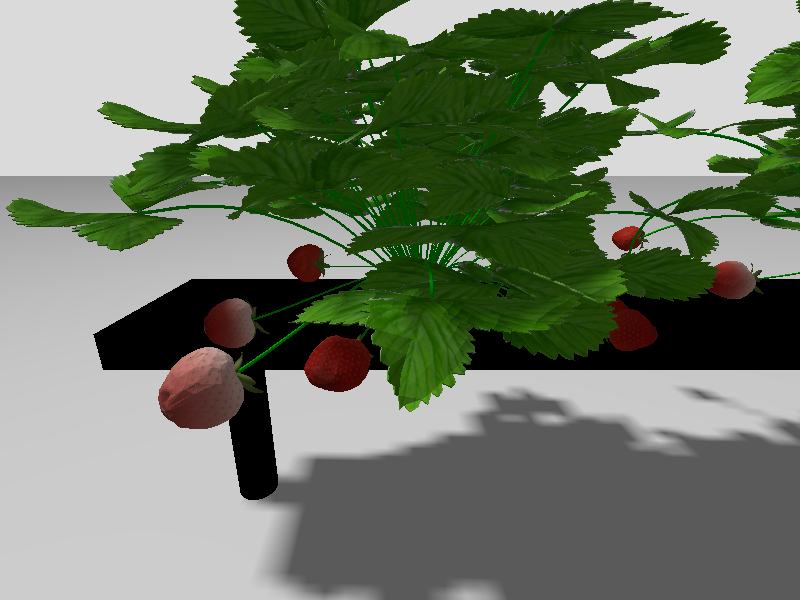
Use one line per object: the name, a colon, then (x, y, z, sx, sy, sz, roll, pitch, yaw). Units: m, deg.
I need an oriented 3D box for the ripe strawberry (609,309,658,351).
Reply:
ripe strawberry: (0.153, 0.021, 0.264, 0.028, 0.028, 0.031, 15, 24, 36)

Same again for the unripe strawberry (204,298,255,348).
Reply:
unripe strawberry: (-0.115, 0.016, 0.270, 0.032, 0.033, 0.029, -14, 24, -34)

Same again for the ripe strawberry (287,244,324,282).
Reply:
ripe strawberry: (-0.099, -0.039, 0.421, 0.038, 0.040, 0.035, 9, 21, 25)

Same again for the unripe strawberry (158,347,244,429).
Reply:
unripe strawberry: (-0.094, 0.042, 0.187, 0.033, 0.037, 0.036, 11, 23, 29)

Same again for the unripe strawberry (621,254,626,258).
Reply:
unripe strawberry: (0.226, -0.040, 0.400, 0.011, 0.011, 0.010, 3, 19, 9)

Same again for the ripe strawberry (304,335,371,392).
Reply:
ripe strawberry: (-0.034, 0.036, 0.214, 0.035, 0.032, 0.032, 6, 21, 18)

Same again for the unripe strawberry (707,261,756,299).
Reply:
unripe strawberry: (0.300, -0.019, 0.368, 0.039, 0.033, 0.039, 0, 19, 2)

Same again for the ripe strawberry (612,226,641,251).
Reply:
ripe strawberry: (0.321, -0.087, 0.566, 0.039, 0.033, 0.039, -13, 18, -33)

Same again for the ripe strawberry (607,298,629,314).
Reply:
ripe strawberry: (0.154, 0.010, 0.295, 0.027, 0.028, 0.025, 11, 22, 27)
